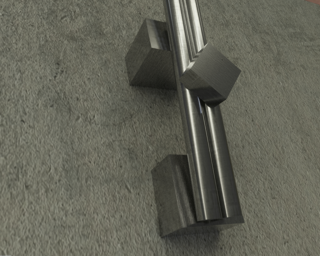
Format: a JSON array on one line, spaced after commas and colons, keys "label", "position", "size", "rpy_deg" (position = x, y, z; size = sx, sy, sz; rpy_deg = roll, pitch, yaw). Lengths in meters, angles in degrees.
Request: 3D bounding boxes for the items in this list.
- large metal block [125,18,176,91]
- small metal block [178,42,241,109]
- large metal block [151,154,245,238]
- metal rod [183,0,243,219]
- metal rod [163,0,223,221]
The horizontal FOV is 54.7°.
[{"label": "large metal block", "position": [0.005, -0.098, 0.432], "size": [0.081, 0.080, 0.050], "rpy_deg": [3, 61, -27]}, {"label": "small metal block", "position": [0.057, -0.059, 0.346], "size": [0.050, 0.025, 0.050], "rpy_deg": [39, 56, -9]}, {"label": "large metal block", "position": [0.041, 0.079, 0.362], "size": [0.081, 0.050, 0.080], "rpy_deg": [5, 60, -26]}, {"label": "metal rod", "position": [0.055, -0.047, 0.370], "size": [0.025, 0.025, 0.299], "rpy_deg": [3, 67, -27]}, {"label": "metal rod", "position": [0.031, -0.048, 0.358], "size": [0.025, 0.025, 0.299], "rpy_deg": [3, 67, -27]}]
